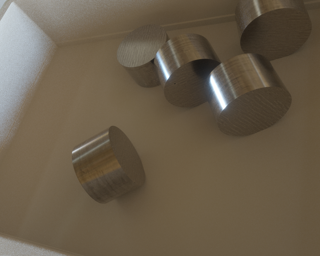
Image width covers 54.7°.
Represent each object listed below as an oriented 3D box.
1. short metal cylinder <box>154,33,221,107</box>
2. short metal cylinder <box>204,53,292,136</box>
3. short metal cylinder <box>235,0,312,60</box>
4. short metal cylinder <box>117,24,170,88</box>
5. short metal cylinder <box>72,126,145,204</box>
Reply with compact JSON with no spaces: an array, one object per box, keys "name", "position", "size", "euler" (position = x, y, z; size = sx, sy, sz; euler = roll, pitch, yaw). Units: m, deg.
[{"name":"short metal cylinder","position":[0.037,-0.072,0.395],"size":[0.080,0.080,0.050],"euler":[-27,53,11]},{"name":"short metal cylinder","position":[0.095,-0.035,0.342],"size":[0.080,0.080,0.050],"euler":[-24,53,13]},{"name":"short metal cylinder","position":[0.136,-0.129,0.378],"size":[0.080,0.080,0.050],"euler":[-14,56,21]},{"name":"short metal cylinder","position":[-0.017,-0.108,0.465],"size":[0.080,0.050,0.080],"euler":[-13,56,21]},{"name":"short metal cylinder","position":[-0.060,0.044,0.375],"size":[0.050,0.080,0.080],"euler":[-28,52,10]}]
